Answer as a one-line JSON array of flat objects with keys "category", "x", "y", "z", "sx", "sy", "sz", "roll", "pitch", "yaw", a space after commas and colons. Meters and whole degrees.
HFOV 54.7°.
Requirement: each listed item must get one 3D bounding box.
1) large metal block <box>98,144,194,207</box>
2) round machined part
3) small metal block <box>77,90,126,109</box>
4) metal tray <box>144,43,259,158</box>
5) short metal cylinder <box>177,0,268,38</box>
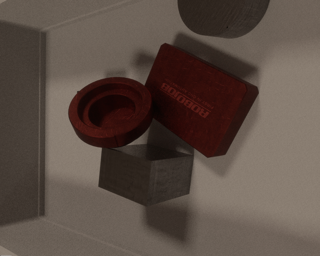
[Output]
[{"category": "large metal block", "x": -0.017, "y": 0.053, "z": 0.383, "sx": 0.080, "sy": 0.081, "sz": 0.050, "roll": 11, "pitch": 97, "yaw": 39}, {"category": "round machined part", "x": -0.057, "y": -0.014, "z": 0.378, "sx": 0.098, "sy": 0.099, "sz": 0.042, "roll": 41, "pitch": 154, "yaw": 32}, {"category": "small metal block", "x": -0.087, "y": -0.041, "z": 0.460, "sx": 0.050, "sy": 0.050, "sz": 0.025, "roll": 3, "pitch": 92, "yaw": 39}, {"category": "metal tray", "x": 0.038, "y": -0.036, "z": 0.370, "sx": 0.130, "sy": 0.030, "sz": 0.089, "roll": 37, "pitch": 112, "yaw": 33}, {"category": "short metal cylinder", "x": 0.066, "y": -0.137, "z": 0.327, "sx": 0.080, "sy": 0.050, "sz": 0.079, "roll": 9, "pitch": 105, "yaw": 39}]
